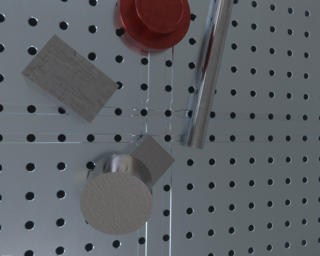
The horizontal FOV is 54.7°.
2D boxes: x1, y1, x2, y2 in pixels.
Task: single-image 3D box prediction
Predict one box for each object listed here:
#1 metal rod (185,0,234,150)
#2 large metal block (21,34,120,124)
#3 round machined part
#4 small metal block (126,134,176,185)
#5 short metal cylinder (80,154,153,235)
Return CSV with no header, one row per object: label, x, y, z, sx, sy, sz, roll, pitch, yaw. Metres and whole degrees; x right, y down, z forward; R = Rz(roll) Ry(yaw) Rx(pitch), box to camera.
metal rod,0.079,-0.118,0.441,0.025,0.025,0.298,14,85,-20
large metal block,-0.101,-0.049,0.346,0.080,0.080,0.050,38,78,-16
round machined part,-0.004,-0.152,0.402,0.099,0.042,0.097,0,90,-20
small metal block,-0.017,0.043,0.407,0.050,0.025,0.050,46,76,-15
short metal cylinder,-0.049,0.077,0.367,0.081,0.050,0.079,-1,107,-3
